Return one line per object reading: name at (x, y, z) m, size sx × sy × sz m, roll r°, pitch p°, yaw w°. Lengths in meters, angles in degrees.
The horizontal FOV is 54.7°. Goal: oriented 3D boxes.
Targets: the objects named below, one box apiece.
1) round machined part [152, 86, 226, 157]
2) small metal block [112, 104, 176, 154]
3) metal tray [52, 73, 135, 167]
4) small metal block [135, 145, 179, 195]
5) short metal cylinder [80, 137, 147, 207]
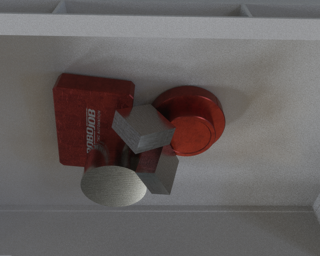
round machined part at (0.034, -0.002, 0.395) m, size 0.099 × 0.042 × 0.097 m, roll -1°, pitch 130°, yaw 0°
small metal block at (-0.019, -0.001, 0.356) m, size 0.050 × 0.050 × 0.025 m, roll -13°, pitch 135°, yaw -39°
metal tray at (-0.083, -0.003, 0.397) m, size 0.091 × 0.030 × 0.129 m, roll 6°, pitch 130°, yaw -6°
small metal block at (-0.002, 0.047, 0.379) m, size 0.025 × 0.050 × 0.050 m, roll -2°, pitch 140°, yaw 26°
short metal cylinder at (-0.057, 0.057, 0.399) m, size 0.081 × 0.050 × 0.079 m, roll 0°, pitch 130°, yaw 0°
